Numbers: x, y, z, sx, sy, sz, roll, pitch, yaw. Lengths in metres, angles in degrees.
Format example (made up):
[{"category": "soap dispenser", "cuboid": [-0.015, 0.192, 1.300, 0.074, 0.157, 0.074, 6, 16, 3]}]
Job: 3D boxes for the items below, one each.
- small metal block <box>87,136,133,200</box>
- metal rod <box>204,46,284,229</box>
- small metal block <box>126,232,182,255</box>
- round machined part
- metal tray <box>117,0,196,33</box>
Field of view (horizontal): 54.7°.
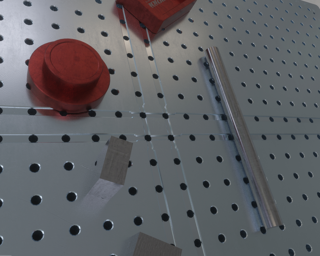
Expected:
[{"category": "small metal block", "cuboid": [-0.054, 0.044, 0.336, 0.025, 0.050, 0.050, 21, 54, -16]}, {"category": "metal rod", "cuboid": [0.120, -0.001, 0.472, 0.025, 0.025, 0.299, 1, 61, -28]}, {"category": "small metal block", "cuboid": [-0.010, 0.142, 0.316, 0.050, 0.025, 0.050, 27, 52, -12]}, {"category": "round machined part", "cuboid": [-0.109, -0.071, 0.382, 0.099, 0.042, 0.098, 14, 56, -21]}, {"category": "metal tray", "cuboid": [-0.001, -0.228, 0.542, 0.090, 0.030, 0.131, 43, 51, 1]}]
